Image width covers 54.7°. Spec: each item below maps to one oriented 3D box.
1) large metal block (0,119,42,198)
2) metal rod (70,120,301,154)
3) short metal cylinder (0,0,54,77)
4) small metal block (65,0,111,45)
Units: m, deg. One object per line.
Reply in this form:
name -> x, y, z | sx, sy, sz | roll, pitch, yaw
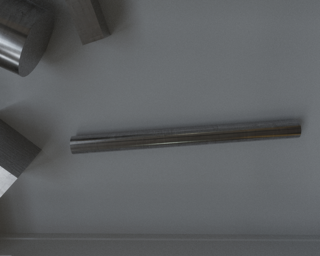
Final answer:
large metal block -> -0.212, 0.036, 0.392 | 0.080, 0.080, 0.050 | 41, 105, -14
metal rod -> 0.033, 0.012, 0.416 | 0.302, 0.025, 0.025 | -4, 110, 1
short metal cylinder -> -0.160, -0.103, 0.342 | 0.050, 0.080, 0.080 | 25, 108, -9
small metal block -> -0.080, -0.124, 0.351 | 0.025, 0.050, 0.050 | -17, 110, 6
